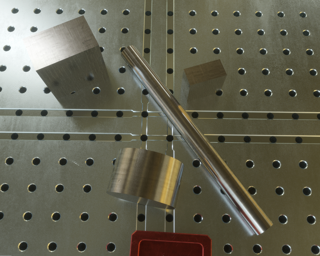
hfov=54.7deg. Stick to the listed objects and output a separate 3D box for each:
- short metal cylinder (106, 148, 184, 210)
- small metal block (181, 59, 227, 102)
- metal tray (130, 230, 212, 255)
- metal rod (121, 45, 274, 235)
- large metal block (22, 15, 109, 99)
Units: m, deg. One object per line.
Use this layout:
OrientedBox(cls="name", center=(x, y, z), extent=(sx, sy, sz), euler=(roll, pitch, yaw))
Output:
OrientedBox(cls="short metal cylinder", center=(-0.016, 0.060, 0.360), extent=(0.080, 0.080, 0.050), euler=(12, 71, 4))
OrientedBox(cls="small metal block", center=(0.058, -0.064, 0.422), extent=(0.050, 0.050, 0.025), euler=(-17, 71, -6))
OrientedBox(cls="metal tray", center=(0.009, 0.184, 0.341), extent=(0.091, 0.030, 0.130), euler=(4, 70, 1))
OrientedBox(cls="metal rod", center=(0.039, 0.005, 0.410), extent=(0.025, 0.025, 0.299), euler=(-33, 74, -11))
OrientedBox(cls="large metal block", center=(-0.121, -0.092, 0.415), extent=(0.080, 0.080, 0.050), euler=(-25, 72, -9))
